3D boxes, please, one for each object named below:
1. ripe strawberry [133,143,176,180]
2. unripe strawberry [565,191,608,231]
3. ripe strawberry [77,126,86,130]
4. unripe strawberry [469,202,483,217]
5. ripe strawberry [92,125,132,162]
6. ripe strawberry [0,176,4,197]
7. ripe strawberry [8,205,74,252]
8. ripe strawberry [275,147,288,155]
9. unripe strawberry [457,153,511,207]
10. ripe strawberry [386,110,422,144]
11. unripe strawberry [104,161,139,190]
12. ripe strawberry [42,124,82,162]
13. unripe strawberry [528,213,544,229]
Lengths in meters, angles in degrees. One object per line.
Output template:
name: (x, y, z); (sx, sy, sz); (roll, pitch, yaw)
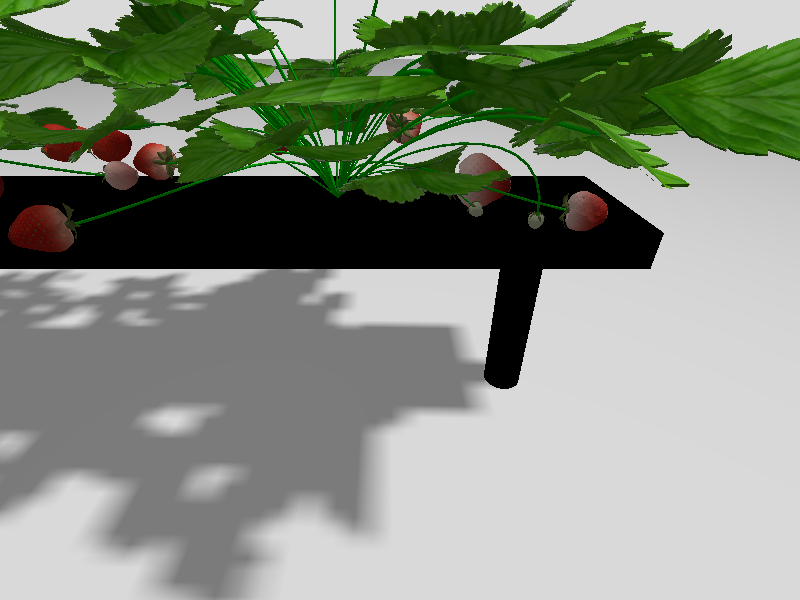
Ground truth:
ripe strawberry: (-0.241, -0.136, 0.393); (0.035, 0.035, 0.038); (8, 34, 14)
unripe strawberry: (0.132, -0.062, 0.284); (0.028, 0.029, 0.025); (13, 35, 18)
ripe strawberry: (-0.418, -0.216, 0.528); (0.021, 0.024, 0.023); (13, 19, 19)
unripe strawberry: (0.061, -0.072, 0.319); (0.011, 0.011, 0.011); (-48, 5, 38)
ripe strawberry: (-0.334, -0.182, 0.464); (0.041, 0.040, 0.038); (-23, 39, -32)
ripe strawberry: (-0.349, -0.096, 0.330); (0.042, 0.041, 0.039); (4, 33, 6)
ripe strawberry: (-0.228, -0.044, 0.254); (0.031, 0.031, 0.034); (-20, 38, -27)
ripe strawberry: (-0.152, -0.194, 0.491); (0.030, 0.032, 0.033); (-17, 18, -25)
unripe strawberry: (0.069, -0.097, 0.329); (0.045, 0.043, 0.041); (5, 33, 7)
ripe strawberry: (0.007, -0.241, 0.547); (0.048, 0.050, 0.052); (8, 33, 12)
unripe strawberry: (-0.258, -0.116, 0.374); (0.026, 0.026, 0.025); (-3, 33, -6)
ripe strawberry: (-0.391, -0.184, 0.466); (0.039, 0.041, 0.042); (24, 39, 32)
unripe strawberry: (0.099, -0.057, 0.291); (0.011, 0.011, 0.011); (15, 35, 21)
